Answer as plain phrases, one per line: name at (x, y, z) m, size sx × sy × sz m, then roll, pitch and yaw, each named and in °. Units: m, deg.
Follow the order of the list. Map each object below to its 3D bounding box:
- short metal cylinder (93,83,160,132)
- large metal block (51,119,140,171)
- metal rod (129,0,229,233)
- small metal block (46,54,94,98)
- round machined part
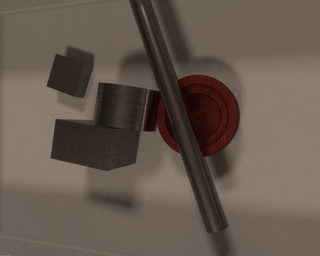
short metal cylinder at (-0.041, -0.026, 0.395) m, size 0.080 × 0.080 × 0.050 m, roll 10°, pitch 93°, yaw 19°
large metal block at (-0.082, 0.019, 0.409) m, size 0.080 × 0.080 × 0.050 m, roll 9°, pitch 93°, yaw 19°
metal rod at (0.017, -0.029, 0.359) m, size 0.025 × 0.025 × 0.299 m, roll -20°, pitch 83°, yaw 18°
small metal block at (-0.132, -0.076, 0.456) m, size 0.050 × 0.025 × 0.050 m, roll 21°, pitch 97°, yaw 18°
round machined part at (0.049, -0.014, 0.384) m, size 0.098 × 0.042 × 0.097 m, roll 0°, pitch 90°, yaw 19°
